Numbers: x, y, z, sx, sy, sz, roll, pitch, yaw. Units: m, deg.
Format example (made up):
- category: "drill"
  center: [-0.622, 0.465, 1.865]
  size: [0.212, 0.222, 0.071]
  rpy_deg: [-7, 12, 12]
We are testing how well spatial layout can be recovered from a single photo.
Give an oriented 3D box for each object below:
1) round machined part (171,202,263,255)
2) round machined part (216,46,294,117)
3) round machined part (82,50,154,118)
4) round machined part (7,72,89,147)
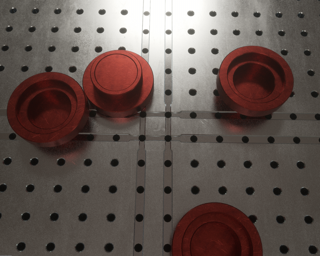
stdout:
- category: "round machined part"
  center: [0.062, 0.137, 0.354]
  size: [0.099, 0.042, 0.098]
  rpy_deg: [0, 70, -1]
- category: "round machined part"
  center: [0.126, -0.060, 0.426]
  size: [0.099, 0.042, 0.098]
  rpy_deg: [0, 70, -1]
- category: "round machined part"
  center: [-0.058, -0.067, 0.426]
  size: [0.099, 0.042, 0.098]
  rpy_deg: [0, 70, -1]
- category: "round machined part"
  center: [-0.143, -0.021, 0.409]
  size: [0.099, 0.042, 0.098]
  rpy_deg: [0, 70, -1]
